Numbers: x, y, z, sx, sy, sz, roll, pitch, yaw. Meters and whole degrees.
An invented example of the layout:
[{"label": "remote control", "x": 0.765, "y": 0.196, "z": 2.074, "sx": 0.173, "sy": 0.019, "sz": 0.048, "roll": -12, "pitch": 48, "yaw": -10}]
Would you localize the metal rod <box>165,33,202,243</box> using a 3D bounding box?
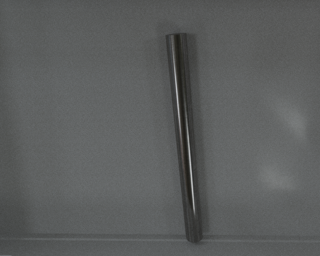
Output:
[{"label": "metal rod", "x": 0.036, "y": 0.027, "z": 0.421, "sx": 0.025, "sy": 0.025, "sz": 0.298, "roll": -6, "pitch": 110, "yaw": 2}]
